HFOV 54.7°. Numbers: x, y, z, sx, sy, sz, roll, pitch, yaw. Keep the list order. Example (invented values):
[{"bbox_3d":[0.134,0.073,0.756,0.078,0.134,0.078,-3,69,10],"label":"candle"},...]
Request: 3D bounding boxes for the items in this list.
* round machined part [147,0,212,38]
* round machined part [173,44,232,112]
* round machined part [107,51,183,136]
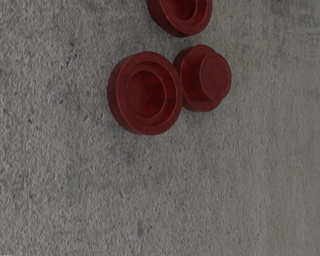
[{"bbox_3d":[0.021,-0.169,0.411,0.099,0.042,0.097,0,90,-40],"label":"round machined part"},{"bbox_3d":[0.066,-0.072,0.449,0.099,0.042,0.097,0,90,-40],"label":"round machined part"},{"bbox_3d":[-0.022,-0.040,0.375,0.099,0.042,0.097,0,90,-40],"label":"round machined part"}]
